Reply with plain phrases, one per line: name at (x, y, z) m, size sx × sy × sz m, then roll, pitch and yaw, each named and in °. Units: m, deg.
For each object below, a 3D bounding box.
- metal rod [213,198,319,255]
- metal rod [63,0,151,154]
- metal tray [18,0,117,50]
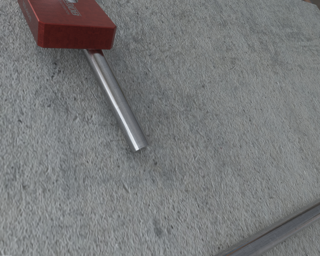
metal rod at (0.156, 0.137, 0.406) m, size 0.303 × 0.025 × 0.025 m, roll -12°, pitch 68°, yaw -33°
metal rod at (-0.090, -0.106, 0.397) m, size 0.025 × 0.025 × 0.299 m, roll -22°, pitch 81°, yaw -36°
metal tray at (-0.122, -0.147, 0.397) m, size 0.091 × 0.030 × 0.130 m, roll -7°, pitch 45°, yaw -32°
